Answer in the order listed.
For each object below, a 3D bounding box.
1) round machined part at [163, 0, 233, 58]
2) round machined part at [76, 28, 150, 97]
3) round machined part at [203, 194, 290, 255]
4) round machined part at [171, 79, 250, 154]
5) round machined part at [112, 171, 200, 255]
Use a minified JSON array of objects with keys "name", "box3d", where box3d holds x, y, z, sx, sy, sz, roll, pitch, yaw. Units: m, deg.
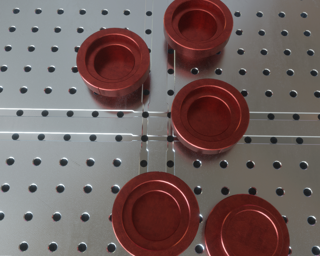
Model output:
[{"name":"round machined part","box3d":[0.054,-0.145,0.456,0.099,0.042,0.098,0,70,0]},{"name":"round machined part","box3d":[-0.063,-0.087,0.434,0.099,0.042,0.098,0,70,0]},{"name":"round machined part","box3d":[0.101,0.125,0.358,0.099,0.042,0.098,0,70,0]},{"name":"round machined part","box3d":[0.063,-0.012,0.408,0.099,0.042,0.098,0,70,0]},{"name":"round machined part","box3d":[-0.005,0.103,0.365,0.099,0.042,0.098,0,70,0]}]
